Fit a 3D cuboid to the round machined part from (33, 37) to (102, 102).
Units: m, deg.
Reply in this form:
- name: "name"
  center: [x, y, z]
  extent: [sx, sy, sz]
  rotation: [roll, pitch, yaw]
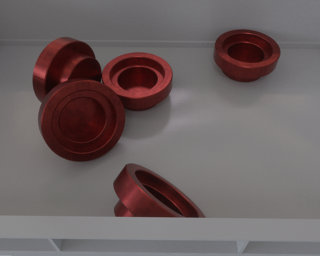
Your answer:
- name: "round machined part"
  center: [-0.115, -0.067, 0.412]
  extent: [0.042, 0.097, 0.098]
  rotation: [23, 54, 20]

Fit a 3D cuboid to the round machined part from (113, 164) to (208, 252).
- name: "round machined part"
  center: [-0.005, 0.081, 0.302]
  extent: [0.098, 0.098, 0.042]
  rotation: [38, 95, 27]

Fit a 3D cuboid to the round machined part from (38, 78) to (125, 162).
- name: "round machined part"
  center: [-0.096, -0.012, 0.375]
  extent: [0.099, 0.097, 0.042]
  rotation: [-27, 27, -21]

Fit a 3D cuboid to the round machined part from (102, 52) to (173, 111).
- name: "round machined part"
  center: [-0.031, -0.063, 0.446]
  extent: [0.099, 0.042, 0.098]
  rotation: [0, 50, 0]

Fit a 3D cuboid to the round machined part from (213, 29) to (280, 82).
- name: "round machined part"
  center: [0.133, -0.110, 0.487]
  extent: [0.099, 0.042, 0.098]
  rotation: [0, 50, 0]
